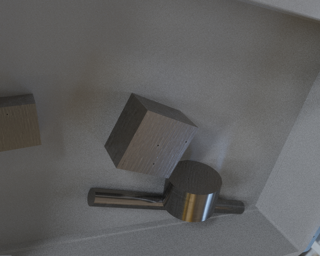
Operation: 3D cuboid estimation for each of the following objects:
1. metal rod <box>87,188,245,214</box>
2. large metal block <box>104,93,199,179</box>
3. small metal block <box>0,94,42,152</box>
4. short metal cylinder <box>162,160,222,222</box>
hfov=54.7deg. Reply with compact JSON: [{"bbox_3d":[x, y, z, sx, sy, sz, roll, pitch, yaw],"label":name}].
[{"bbox_3d":[0.029,0.122,0.501,0.302,0.025,0.025,13,112,-34],"label":"metal rod"},{"bbox_3d":[-0.012,0.012,0.395,0.081,0.050,0.080,18,109,-36],"label":"large metal block"},{"bbox_3d":[-0.154,-0.005,0.322,0.050,0.025,0.050,-10,123,-24],"label":"small metal block"},{"bbox_3d":[0.046,0.091,0.457,0.081,0.080,0.050,-6,121,-26],"label":"short metal cylinder"}]
